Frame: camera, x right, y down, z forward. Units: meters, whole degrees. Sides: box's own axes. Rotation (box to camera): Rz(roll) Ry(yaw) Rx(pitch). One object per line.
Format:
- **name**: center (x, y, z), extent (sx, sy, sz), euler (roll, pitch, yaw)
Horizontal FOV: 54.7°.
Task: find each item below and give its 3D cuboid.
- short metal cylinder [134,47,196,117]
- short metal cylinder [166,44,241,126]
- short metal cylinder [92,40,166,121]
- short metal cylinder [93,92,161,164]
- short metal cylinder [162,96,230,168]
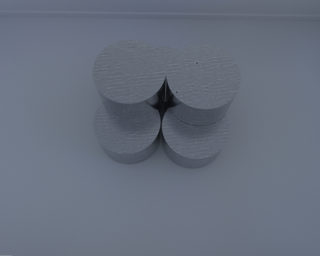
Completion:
- **short metal cylinder**: center (0.006, -0.061, 0.417), extent (0.081, 0.050, 0.080), euler (0, 70, 0)
- **short metal cylinder**: center (0.047, -0.049, 0.359), extent (0.081, 0.050, 0.080), euler (0, 70, 0)
- **short metal cylinder**: center (-0.033, -0.055, 0.361), extent (0.081, 0.050, 0.080), euler (0, 70, 0)
- **short metal cylinder**: center (-0.039, 0.001, 0.394), extent (0.081, 0.050, 0.080), euler (0, 70, 0)
- **short metal cylinder**: center (0.043, 0.006, 0.392), extent (0.081, 0.050, 0.080), euler (0, 70, 0)
